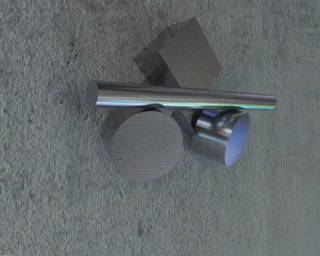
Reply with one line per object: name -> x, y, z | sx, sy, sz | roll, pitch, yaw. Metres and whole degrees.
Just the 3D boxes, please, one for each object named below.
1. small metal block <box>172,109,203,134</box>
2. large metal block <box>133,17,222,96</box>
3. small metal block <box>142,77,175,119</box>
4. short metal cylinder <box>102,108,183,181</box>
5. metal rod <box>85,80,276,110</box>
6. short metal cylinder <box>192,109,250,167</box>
small metal block -> 0.044, -0.027, 0.442 | 0.050, 0.025, 0.050 | -51, 120, -28
large metal block -> 0.026, -0.085, 0.408 | 0.080, 0.050, 0.080 | -50, 120, -28
small metal block -> -0.012, -0.029, 0.396 | 0.050, 0.025, 0.050 | -51, 120, -29
short metal cylinder -> -0.021, 0.013, 0.353 | 0.081, 0.050, 0.079 | -6, 109, -19
metal rod -> 0.053, -0.036, 0.383 | 0.302, 0.025, 0.025 | -2, 92, -40
short metal cylinder -> 0.089, 0.009, 0.446 | 0.081, 0.050, 0.079 | -36, 137, -43
